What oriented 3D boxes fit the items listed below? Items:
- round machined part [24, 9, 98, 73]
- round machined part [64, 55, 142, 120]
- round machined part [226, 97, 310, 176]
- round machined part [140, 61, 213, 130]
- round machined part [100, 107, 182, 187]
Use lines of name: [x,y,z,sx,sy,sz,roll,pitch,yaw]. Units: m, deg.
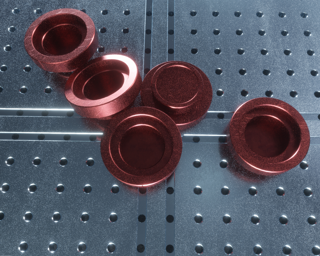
round machined part: [-0.136,-0.119,0.441,0.098,0.042,0.098,-2,64,4]
round machined part: [-0.071,-0.049,0.408,0.098,0.042,0.098,-8,49,10]
round machined part: [0.134,0.013,0.399,0.099,0.042,0.098,0,70,0]
round machined part: [0.022,-0.050,0.421,0.099,0.042,0.098,0,70,0]
round machined part: [-0.022,0.026,0.391,0.099,0.042,0.098,0,74,1]
